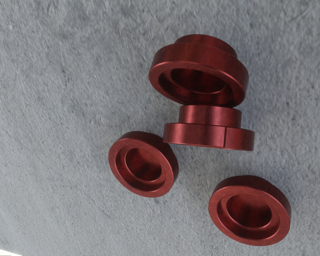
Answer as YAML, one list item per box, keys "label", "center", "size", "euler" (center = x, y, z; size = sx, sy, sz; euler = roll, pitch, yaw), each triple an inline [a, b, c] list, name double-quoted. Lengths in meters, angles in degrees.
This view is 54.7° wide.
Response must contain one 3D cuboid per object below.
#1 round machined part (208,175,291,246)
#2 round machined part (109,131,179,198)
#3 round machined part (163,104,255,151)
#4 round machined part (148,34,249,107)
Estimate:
- label: "round machined part"
  center: [0.115, 0.100, 0.396]
  size: [0.098, 0.042, 0.097]
  euler: [13, 124, 20]
- label: "round machined part"
  center: [-0.019, 0.046, 0.433]
  size: [0.098, 0.042, 0.097]
  euler: [13, 124, 20]
- label: "round machined part"
  center: [0.054, 0.000, 0.342]
  size: [0.098, 0.098, 0.042]
  euler: [4, 86, 26]
- label: "round machined part"
  center: [0.041, -0.058, 0.317]
  size: [0.098, 0.042, 0.098]
  euler: [15, 163, 5]
